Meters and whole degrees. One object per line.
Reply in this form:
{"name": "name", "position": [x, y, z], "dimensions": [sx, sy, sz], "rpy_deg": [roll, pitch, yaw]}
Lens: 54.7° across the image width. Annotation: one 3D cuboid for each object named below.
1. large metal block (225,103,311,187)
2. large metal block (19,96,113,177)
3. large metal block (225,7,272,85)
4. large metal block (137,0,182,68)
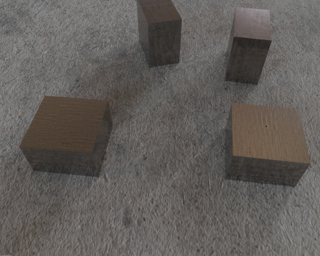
{"name": "large metal block", "position": [0.123, 0.019, 0.372], "dimensions": [0.080, 0.050, 0.080], "rpy_deg": [6, 50, 5]}
{"name": "large metal block", "position": [-0.108, 0.009, 0.378], "dimensions": [0.080, 0.050, 0.080], "rpy_deg": [5, 50, 4]}
{"name": "large metal block", "position": [0.133, -0.125, 0.474], "dimensions": [0.050, 0.080, 0.080], "rpy_deg": [8, 51, 7]}
{"name": "large metal block", "position": [-0.003, -0.157, 0.500], "dimensions": [0.050, 0.080, 0.080], "rpy_deg": [-11, 51, -9]}
